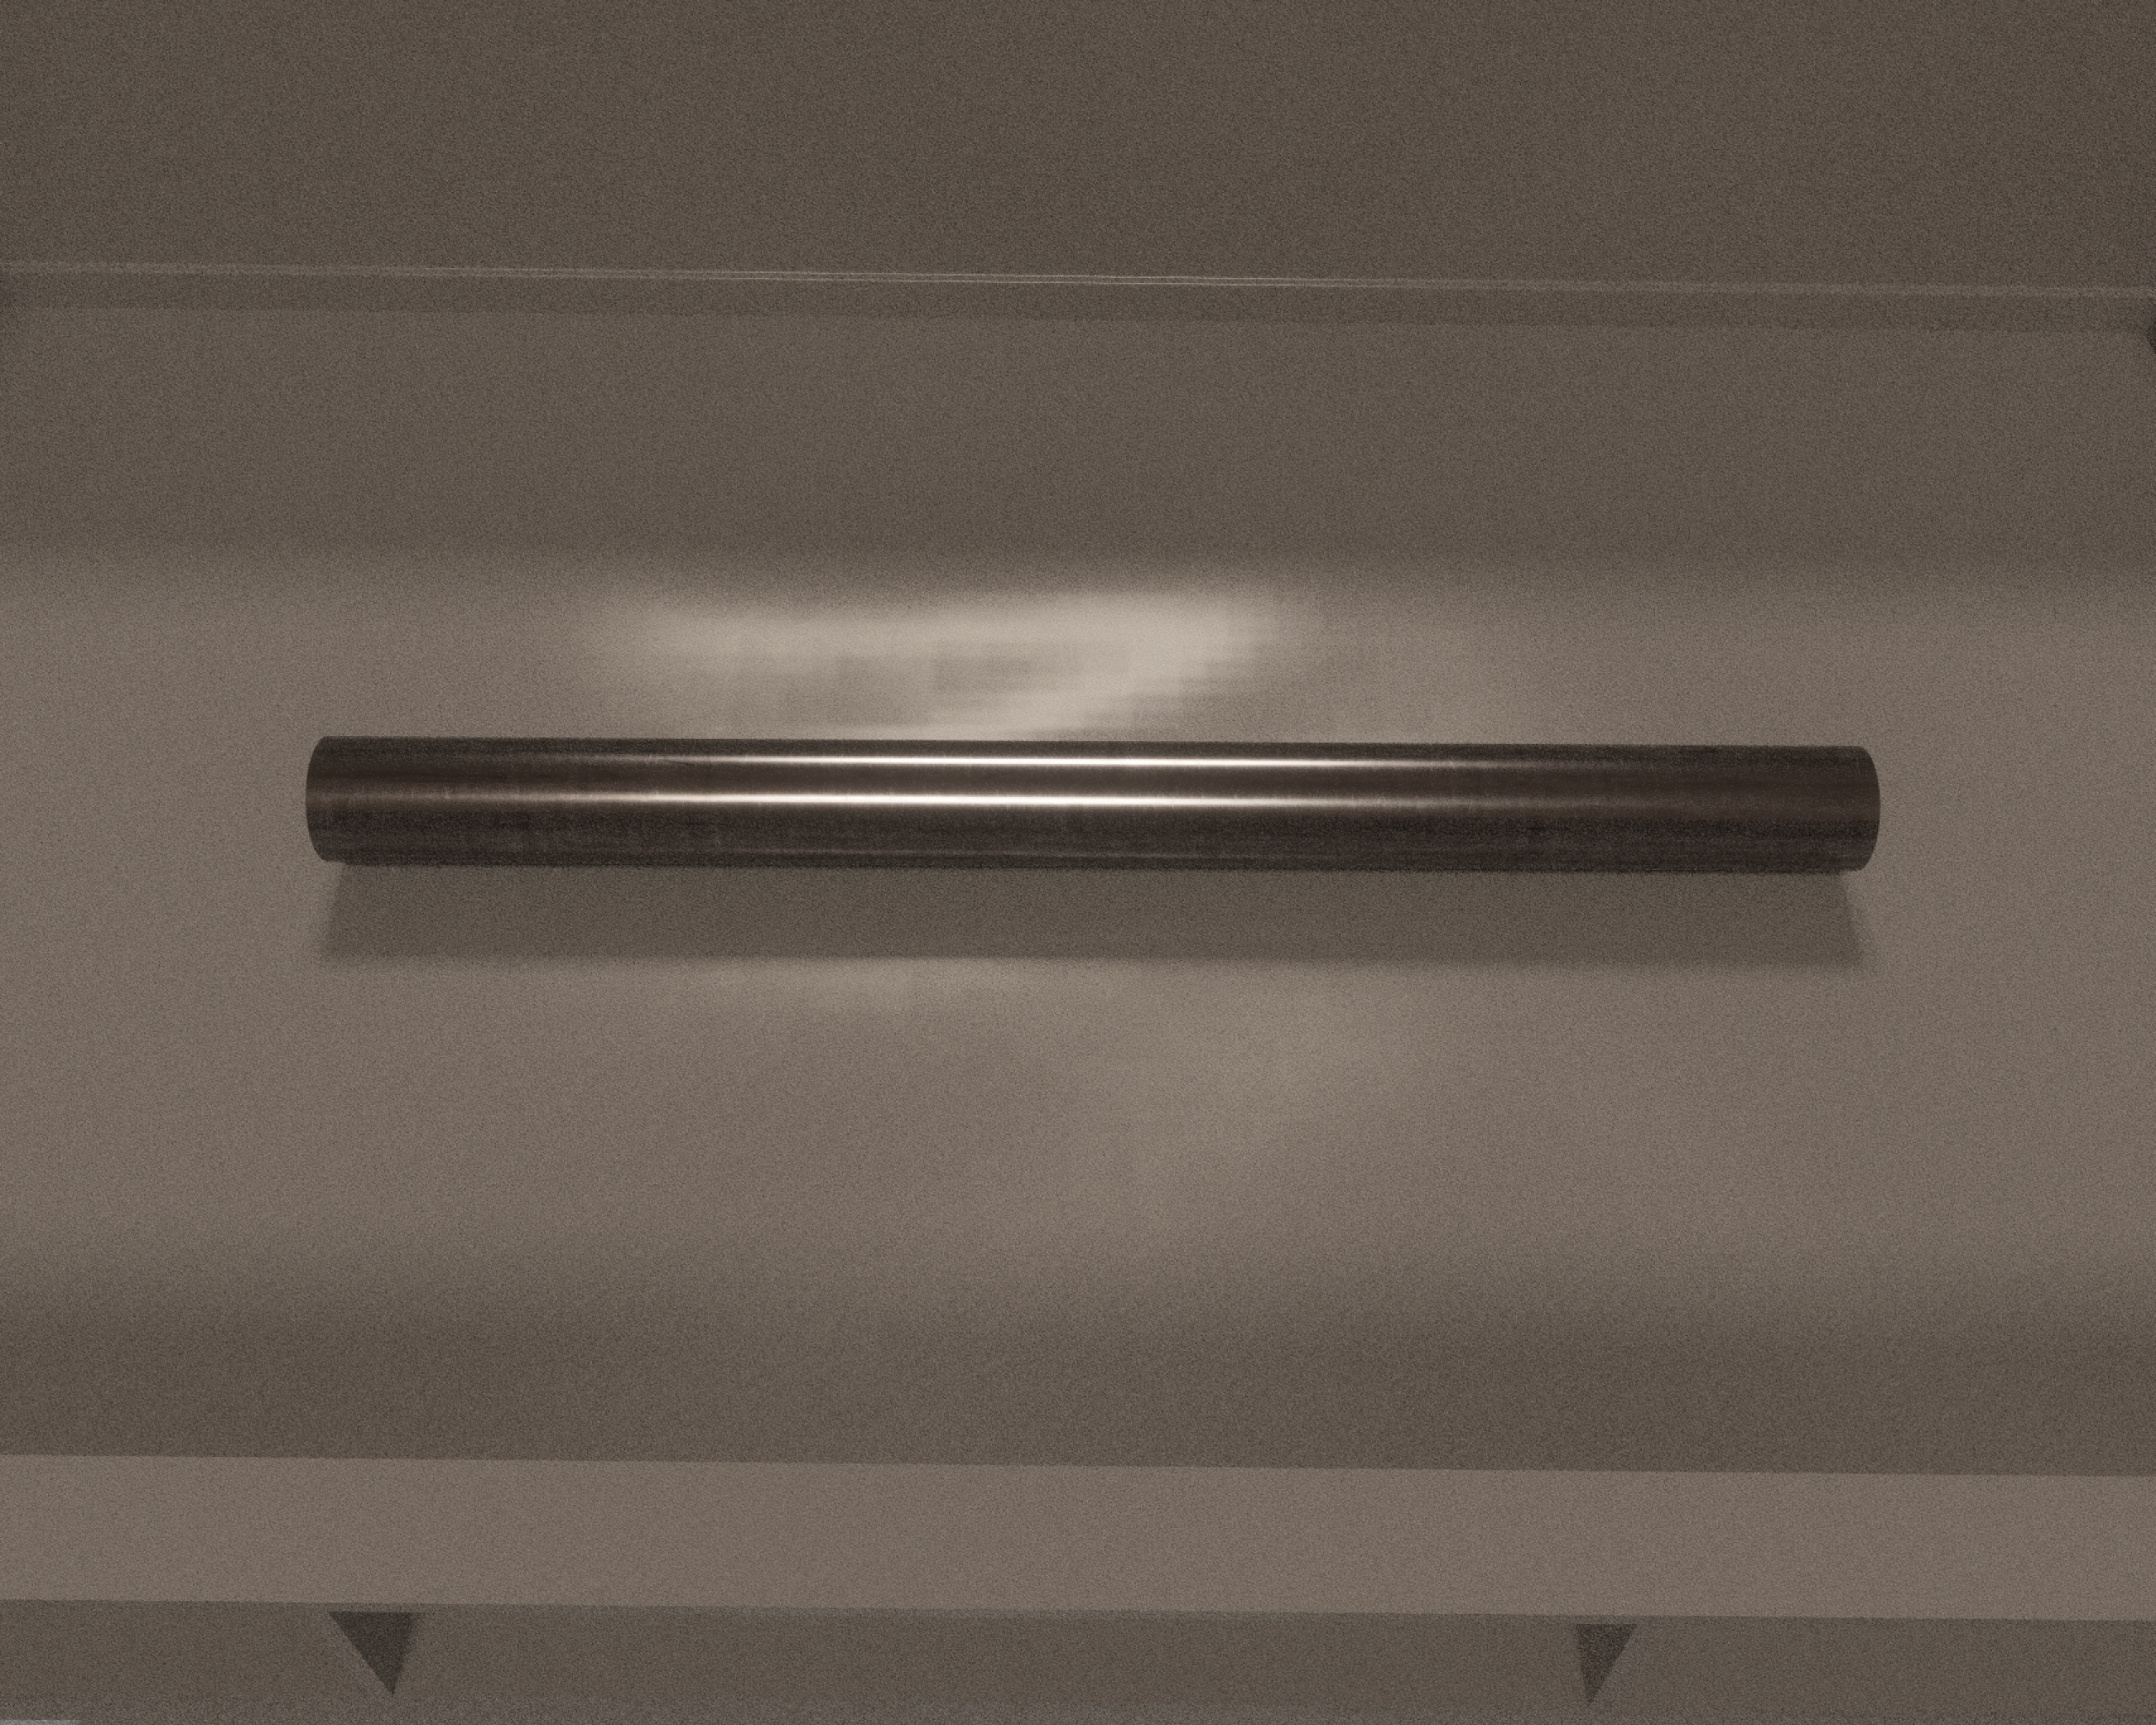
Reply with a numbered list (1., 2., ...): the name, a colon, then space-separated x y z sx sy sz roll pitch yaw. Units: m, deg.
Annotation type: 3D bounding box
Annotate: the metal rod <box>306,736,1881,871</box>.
1. metal rod: 0.003 -0.012 0.412 0.302 0.025 0.025 0 50 0
